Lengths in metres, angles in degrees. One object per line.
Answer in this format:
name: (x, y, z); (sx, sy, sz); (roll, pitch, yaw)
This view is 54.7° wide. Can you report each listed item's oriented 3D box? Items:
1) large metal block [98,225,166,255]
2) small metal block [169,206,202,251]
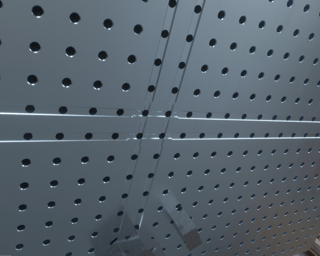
large metal block: (-0.043, 0.219, 0.509); (0.080, 0.050, 0.080); (-41, 130, -1)
small metal block: (0.044, 0.171, 0.527); (0.025, 0.050, 0.050); (-28, 128, -11)
